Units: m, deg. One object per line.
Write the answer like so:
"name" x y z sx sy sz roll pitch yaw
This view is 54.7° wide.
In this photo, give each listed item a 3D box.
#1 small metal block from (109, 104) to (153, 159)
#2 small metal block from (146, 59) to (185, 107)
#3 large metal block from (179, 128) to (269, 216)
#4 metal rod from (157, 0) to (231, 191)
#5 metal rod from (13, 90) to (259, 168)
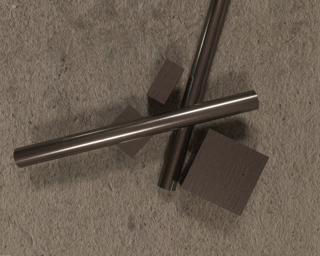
"small metal block" -0.038 0.005 0.410 0.050 0.025 0.050 42 90 -1
"small metal block" 0.007 -0.056 0.398 0.025 0.050 0.050 30 90 0
"large metal block" 0.079 0.054 0.399 0.080 0.050 0.080 26 90 -1
"metal rod" 0.050 -0.064 0.410 0.025 0.025 0.298 16 90 -1
"metal rod" -0.028 0.001 0.384 0.302 0.025 0.025 -14 90 0
